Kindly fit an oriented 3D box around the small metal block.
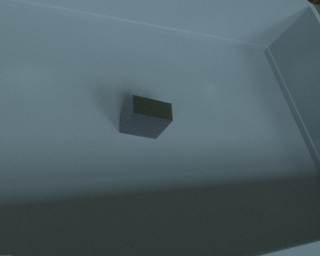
[{"bbox_3d":[-0.018,-0.012,0.387,0.050,0.050,0.025,11,57,-22],"label":"small metal block"}]
